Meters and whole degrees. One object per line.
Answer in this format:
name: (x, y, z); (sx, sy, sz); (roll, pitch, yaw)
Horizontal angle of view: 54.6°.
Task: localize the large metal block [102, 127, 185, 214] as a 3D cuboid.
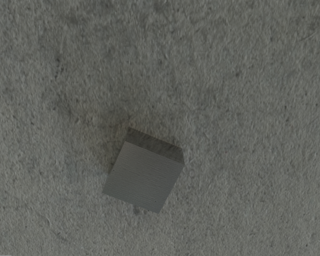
large metal block: (-0.022, 0.056, 0.417); (0.080, 0.050, 0.080); (23, 108, -8)
